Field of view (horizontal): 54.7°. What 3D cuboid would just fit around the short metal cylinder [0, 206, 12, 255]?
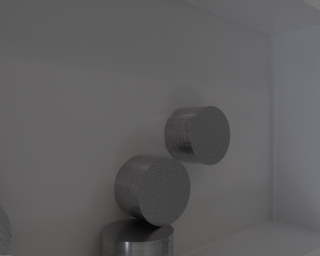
[{"bbox_3d":[-0.169,0.087,0.248,0.081,0.050,0.080,0,90,-40],"label":"short metal cylinder"}]

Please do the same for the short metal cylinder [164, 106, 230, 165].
[{"bbox_3d":[0.053,0.010,0.435,0.081,0.050,0.080,0,90,-40],"label":"short metal cylinder"}]

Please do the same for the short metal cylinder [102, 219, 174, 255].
[{"bbox_3d":[-0.025,0.139,0.350,0.081,0.080,0.050,1,90,-40],"label":"short metal cylinder"}]

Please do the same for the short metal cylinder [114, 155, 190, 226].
[{"bbox_3d":[-0.009,0.075,0.383,0.081,0.050,0.080,0,90,-40],"label":"short metal cylinder"}]
